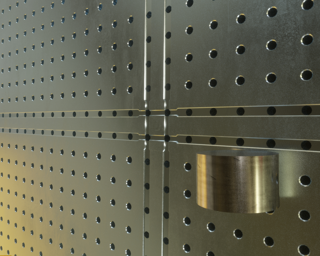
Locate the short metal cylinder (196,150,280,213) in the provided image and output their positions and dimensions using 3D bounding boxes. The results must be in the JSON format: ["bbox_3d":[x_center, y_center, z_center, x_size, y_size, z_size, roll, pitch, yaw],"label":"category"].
[{"bbox_3d":[0.077,0.050,0.309,0.080,0.081,0.050,-1,90,39],"label":"short metal cylinder"}]
